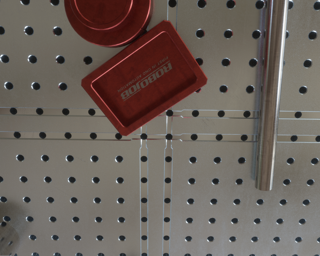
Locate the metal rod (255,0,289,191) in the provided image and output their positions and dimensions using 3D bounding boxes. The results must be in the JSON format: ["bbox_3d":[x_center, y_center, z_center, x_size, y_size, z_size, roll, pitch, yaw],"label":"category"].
[{"bbox_3d":[0.141,-0.056,0.393,0.025,0.025,0.298,-3,110,1],"label":"metal rod"}]

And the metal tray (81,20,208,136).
[{"bbox_3d":[-0.019,-0.061,0.387,0.130,0.030,0.090,-33,107,11],"label":"metal tray"}]

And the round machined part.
[{"bbox_3d":[-0.059,-0.140,0.341,0.099,0.042,0.097,1,99,7],"label":"round machined part"}]

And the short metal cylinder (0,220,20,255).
[{"bbox_3d":[-0.262,0.184,0.466,0.081,0.050,0.079,0,110,0],"label":"short metal cylinder"}]
